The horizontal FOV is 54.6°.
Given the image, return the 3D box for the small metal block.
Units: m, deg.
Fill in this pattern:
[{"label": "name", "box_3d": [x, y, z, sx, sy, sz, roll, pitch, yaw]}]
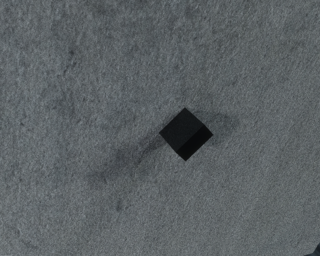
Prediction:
[{"label": "small metal block", "box_3d": [0.034, 0.008, 0.413, 0.050, 0.050, 0.025, -44, 129, 2]}]
